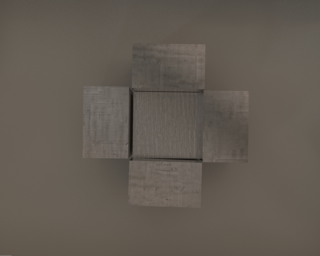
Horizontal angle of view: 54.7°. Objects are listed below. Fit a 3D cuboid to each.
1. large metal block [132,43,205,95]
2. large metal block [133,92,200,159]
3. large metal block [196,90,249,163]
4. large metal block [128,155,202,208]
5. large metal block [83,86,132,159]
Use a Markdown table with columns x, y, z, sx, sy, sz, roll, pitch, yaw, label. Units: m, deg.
| x | y | z | sx | sy | sz | roll | pitch | yaw | label |
| --- | --- | --- | --- | --- | --- | --- | --- | --- | --- |
| 0.010 | -0.068 | 0.382 | 0.081 | 0.080 | 0.050 | 1 | 90 | 0 | large metal block |
| 0.008 | -0.004 | 0.396 | 0.081 | 0.050 | 0.080 | 1 | 90 | 0 | large metal block |
| 0.073 | -0.002 | 0.383 | 0.050 | 0.080 | 0.080 | 1 | 90 | 0 | large metal block |
| 0.006 | 0.062 | 0.382 | 0.081 | 0.080 | 0.050 | 2 | 90 | 0 | large metal block |
| -0.060 | -0.007 | 0.382 | 0.050 | 0.080 | 0.080 | 1 | 90 | 0 | large metal block |
